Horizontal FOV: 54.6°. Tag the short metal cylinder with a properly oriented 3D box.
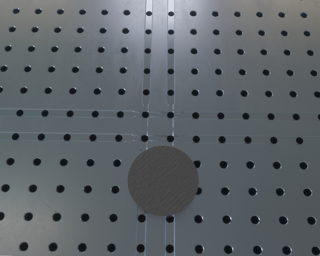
[{"bbox_3d":[0.004,0.067,0.374,0.080,0.050,0.080,0,70,0],"label":"short metal cylinder"}]
